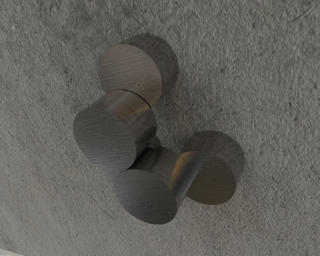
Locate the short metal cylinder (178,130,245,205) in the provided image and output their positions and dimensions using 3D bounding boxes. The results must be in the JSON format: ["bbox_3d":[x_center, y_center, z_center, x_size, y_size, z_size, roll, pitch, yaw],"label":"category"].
[{"bbox_3d":[0.061,0.049,0.390,0.080,0.050,0.079,13,124,21],"label":"short metal cylinder"}]

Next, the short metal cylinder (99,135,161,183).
[{"bbox_3d":[-0.043,0.039,0.439,0.080,0.050,0.079,13,124,21],"label":"short metal cylinder"}]

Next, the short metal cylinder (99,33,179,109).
[{"bbox_3d":[-0.024,-0.066,0.365,0.080,0.050,0.079,13,124,21],"label":"short metal cylinder"}]

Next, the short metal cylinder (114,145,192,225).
[{"bbox_3d":[-0.007,0.068,0.372,0.080,0.050,0.079,13,124,20],"label":"short metal cylinder"}]

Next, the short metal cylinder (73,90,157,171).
[{"bbox_3d":[-0.051,0.003,0.355,0.080,0.050,0.079,13,124,21],"label":"short metal cylinder"}]
